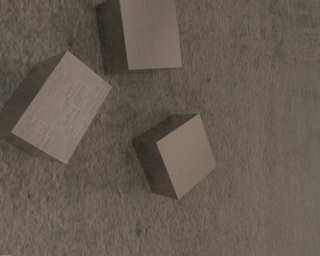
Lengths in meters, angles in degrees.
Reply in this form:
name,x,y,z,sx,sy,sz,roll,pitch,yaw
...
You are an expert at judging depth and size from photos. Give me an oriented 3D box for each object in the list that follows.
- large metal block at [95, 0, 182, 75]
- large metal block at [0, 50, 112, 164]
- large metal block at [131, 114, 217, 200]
name,x,y,z,sx,sy,sz,roll,pitch,yaw
large metal block,-0.024,-0.108,0.370,0.081,0.050,0.079,-12,98,-40
large metal block,-0.102,-0.017,0.284,0.050,0.080,0.080,40,65,-33
large metal block,0.021,0.034,0.408,0.081,0.050,0.080,-33,111,-35
